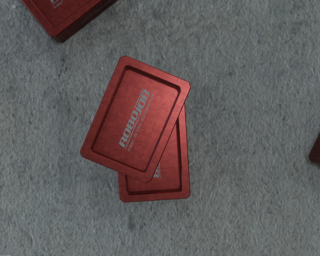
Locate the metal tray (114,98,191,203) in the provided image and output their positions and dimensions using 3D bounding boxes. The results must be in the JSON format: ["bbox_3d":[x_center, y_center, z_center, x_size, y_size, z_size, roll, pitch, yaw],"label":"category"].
[{"bbox_3d":[-0.010,0.028,0.407,0.091,0.030,0.129,-4,90,-1],"label":"metal tray"}]

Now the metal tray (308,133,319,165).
[{"bbox_3d":[0.271,0.005,0.411,0.090,0.030,0.129,26,90,-1],"label":"metal tray"}]

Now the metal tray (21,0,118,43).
[{"bbox_3d":[-0.112,-0.187,0.405,0.130,0.030,0.090,-38,91,-1],"label":"metal tray"}]

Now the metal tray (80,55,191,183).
[{"bbox_3d":[-0.029,-0.010,0.376,0.090,0.030,0.129,23,90,-1],"label":"metal tray"}]
